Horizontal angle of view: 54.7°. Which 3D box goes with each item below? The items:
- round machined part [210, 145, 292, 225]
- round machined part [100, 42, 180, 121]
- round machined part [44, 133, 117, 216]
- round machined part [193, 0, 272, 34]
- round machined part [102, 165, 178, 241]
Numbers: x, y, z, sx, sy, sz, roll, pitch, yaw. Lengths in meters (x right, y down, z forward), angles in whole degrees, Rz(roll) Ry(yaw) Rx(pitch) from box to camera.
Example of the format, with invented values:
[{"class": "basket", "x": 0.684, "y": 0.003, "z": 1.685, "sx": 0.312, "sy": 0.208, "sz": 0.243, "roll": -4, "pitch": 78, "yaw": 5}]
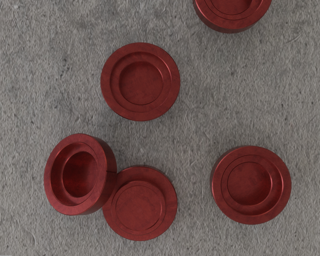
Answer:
[{"class": "round machined part", "x": 0.113, "y": 0.071, "z": 0.402, "sx": 0.099, "sy": 0.042, "sz": 0.097, "roll": 0, "pitch": 90, "yaw": 0}, {"class": "round machined part", "x": -0.024, "y": -0.057, "z": 0.401, "sx": 0.099, "sy": 0.042, "sz": 0.097, "roll": 0, "pitch": 90, "yaw": 0}, {"class": "round machined part", "x": -0.093, "y": 0.058, "z": 0.387, "sx": 0.098, "sy": 0.042, "sz": 0.098, "roll": -7, "pitch": 74, "yaw": 26}, {"class": "round machined part", "x": 0.091, "y": -0.171, "z": 0.402, "sx": 0.099, "sy": 0.042, "sz": 0.097, "roll": 0, "pitch": 90, "yaw": 0}, {"class": "round machined part", "x": -0.026, "y": 0.099, "z": 0.401, "sx": 0.099, "sy": 0.042, "sz": 0.097, "roll": 0, "pitch": 90, "yaw": 0}]
